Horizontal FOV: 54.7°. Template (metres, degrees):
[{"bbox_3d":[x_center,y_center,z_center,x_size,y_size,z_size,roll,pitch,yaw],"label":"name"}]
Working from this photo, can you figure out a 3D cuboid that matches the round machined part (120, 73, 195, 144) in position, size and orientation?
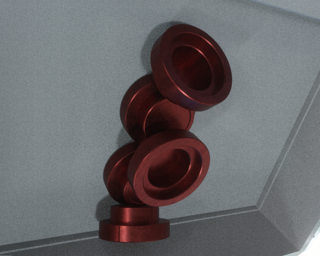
[{"bbox_3d":[0.004,-0.017,0.388,0.099,0.042,0.097,-14,125,-21],"label":"round machined part"}]

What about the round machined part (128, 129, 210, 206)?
[{"bbox_3d":[0.007,0.043,0.372,0.099,0.042,0.097,-14,125,-21],"label":"round machined part"}]

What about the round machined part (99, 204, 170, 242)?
[{"bbox_3d":[-0.035,0.130,0.435,0.099,0.098,0.042,6,78,-32],"label":"round machined part"}]

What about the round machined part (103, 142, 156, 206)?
[{"bbox_3d":[-0.024,0.069,0.426,0.099,0.042,0.097,-14,125,-21],"label":"round machined part"}]

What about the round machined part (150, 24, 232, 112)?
[{"bbox_3d":[0.031,-0.064,0.351,0.099,0.098,0.042,7,157,-32],"label":"round machined part"}]
